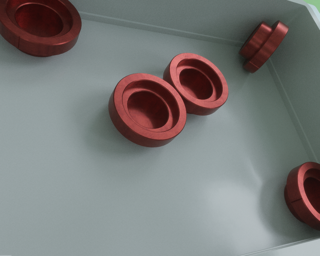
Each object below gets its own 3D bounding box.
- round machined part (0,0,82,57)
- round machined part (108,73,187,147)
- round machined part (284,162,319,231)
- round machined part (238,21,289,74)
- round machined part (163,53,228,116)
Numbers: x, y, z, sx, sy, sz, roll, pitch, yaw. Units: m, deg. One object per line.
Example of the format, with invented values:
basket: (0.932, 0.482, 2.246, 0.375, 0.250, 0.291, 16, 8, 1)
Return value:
round machined part: (-0.153, -0.129, 0.391, 0.099, 0.042, 0.098, 14, 56, -21)
round machined part: (-0.019, -0.019, 0.397, 0.099, 0.042, 0.098, 14, 56, -21)
round machined part: (0.224, 0.103, 0.456, 0.099, 0.042, 0.098, 14, 56, -21)
round machined part: (0.176, -0.149, 0.548, 0.042, 0.097, 0.098, 35, 51, -1)
round machined part: (0.049, -0.060, 0.459, 0.099, 0.042, 0.098, 14, 56, -21)
